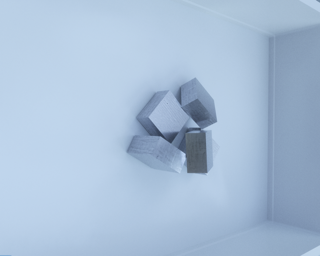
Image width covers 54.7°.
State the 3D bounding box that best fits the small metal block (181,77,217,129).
[{"bbox_3d":[0.055,-0.035,0.438,0.050,0.025,0.050,45,30,-31],"label":"small metal block"}]

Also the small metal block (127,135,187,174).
[{"bbox_3d":[-0.004,0.032,0.386,0.050,0.050,0.025,36,68,-35],"label":"small metal block"}]

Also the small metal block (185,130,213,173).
[{"bbox_3d":[0.052,0.029,0.403,0.050,0.025,0.050,-11,98,-72],"label":"small metal block"}]

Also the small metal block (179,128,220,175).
[{"bbox_3d":[0.056,0.034,0.454,0.050,0.025,0.050,43,64,-32],"label":"small metal block"}]

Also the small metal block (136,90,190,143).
[{"bbox_3d":[0.005,-0.014,0.410,0.050,0.025,0.050,51,60,-28],"label":"small metal block"}]
